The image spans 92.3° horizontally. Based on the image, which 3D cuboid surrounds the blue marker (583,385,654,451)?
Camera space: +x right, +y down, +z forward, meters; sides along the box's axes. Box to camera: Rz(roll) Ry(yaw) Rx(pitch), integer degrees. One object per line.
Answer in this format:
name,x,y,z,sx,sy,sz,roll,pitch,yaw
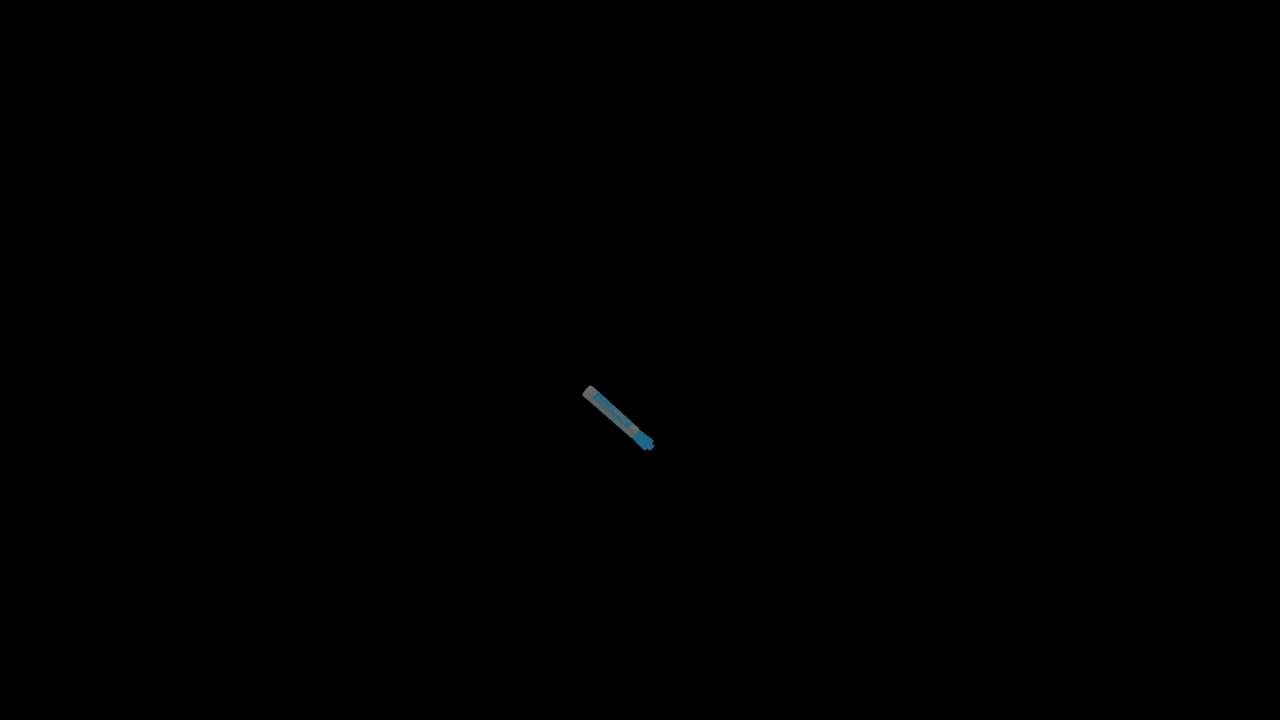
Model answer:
blue marker,-0.028,0.080,0.835,0.121,0.020,0.020,41,10,12
